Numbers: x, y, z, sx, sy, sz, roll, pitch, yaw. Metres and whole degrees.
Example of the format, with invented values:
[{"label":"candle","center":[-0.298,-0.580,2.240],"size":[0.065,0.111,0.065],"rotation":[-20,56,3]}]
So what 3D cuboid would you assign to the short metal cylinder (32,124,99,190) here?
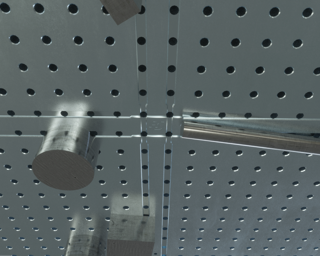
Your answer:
[{"label":"short metal cylinder","center":[-0.128,0.041,0.429],"size":[0.081,0.050,0.079],"rotation":[0,130,0]}]

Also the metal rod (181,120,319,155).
[{"label":"metal rod","center":[0.178,0.020,0.430],"size":[0.302,0.025,0.025],"rotation":[7,130,-7]}]

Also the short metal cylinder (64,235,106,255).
[{"label":"short metal cylinder","center":[-0.149,0.255,0.610],"size":[0.081,0.050,0.079],"rotation":[0,130,0]}]

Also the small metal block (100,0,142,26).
[{"label":"small metal block","center":[-0.041,-0.131,0.283],"size":[0.025,0.050,0.050],"rotation":[-25,126,19]}]

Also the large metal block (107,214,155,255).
[{"label":"large metal block","center":[-0.054,0.205,0.569],"size":[0.081,0.050,0.079],"rotation":[6,130,-5]}]
